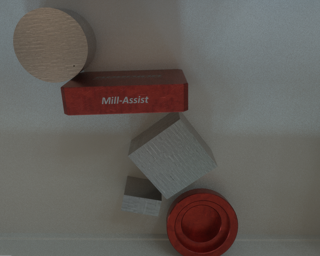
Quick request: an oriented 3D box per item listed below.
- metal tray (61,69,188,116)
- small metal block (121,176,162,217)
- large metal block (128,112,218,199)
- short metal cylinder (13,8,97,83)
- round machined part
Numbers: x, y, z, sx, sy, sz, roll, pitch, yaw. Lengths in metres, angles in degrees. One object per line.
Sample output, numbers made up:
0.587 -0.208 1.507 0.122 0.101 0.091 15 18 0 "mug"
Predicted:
-0.036 -0.044 0.359 0.131 0.090 0.030 -2 110 0 "metal tray"
-0.025 0.094 0.432 0.050 0.050 0.025 10 110 -4 "small metal block"
0.016 0.033 0.410 0.080 0.050 0.080 -36 107 12 "large metal block"
-0.119 -0.097 0.360 0.081 0.050 0.079 0 110 0 "short metal cylinder"
0.058 0.134 0.445 0.099 0.042 0.097 0 96 -2 "round machined part"
